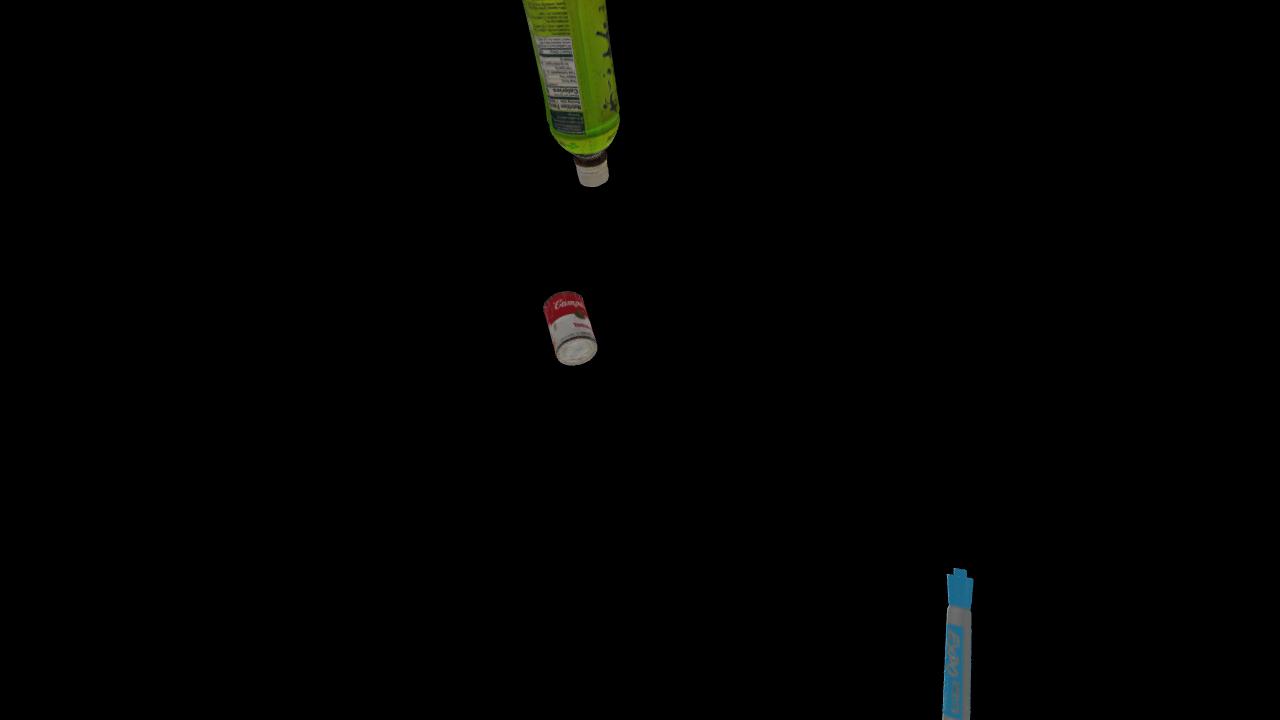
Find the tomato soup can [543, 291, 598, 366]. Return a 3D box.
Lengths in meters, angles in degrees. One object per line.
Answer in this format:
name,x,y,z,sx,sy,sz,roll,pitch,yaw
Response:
tomato soup can,-0.111,-0.050,0.972,0.068,0.101,0.068,-13,-36,-9

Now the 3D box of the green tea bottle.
green tea bottle,-0.057,-0.251,0.539,0.073,0.073,0.212,0,-42,5

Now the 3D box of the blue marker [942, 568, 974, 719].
blue marker,0.243,0.222,0.469,0.020,0.121,0.020,9,-14,2
